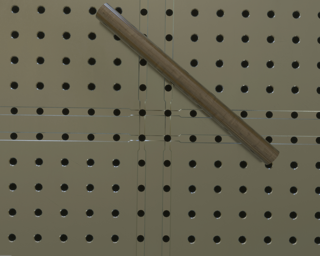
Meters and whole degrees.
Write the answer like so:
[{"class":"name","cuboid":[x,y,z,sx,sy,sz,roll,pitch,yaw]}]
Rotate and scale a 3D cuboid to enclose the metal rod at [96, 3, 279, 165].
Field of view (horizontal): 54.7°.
[{"class":"metal rod","cuboid":[0.037,-0.058,0.413,0.300,0.025,0.025,41,90,-1]}]
